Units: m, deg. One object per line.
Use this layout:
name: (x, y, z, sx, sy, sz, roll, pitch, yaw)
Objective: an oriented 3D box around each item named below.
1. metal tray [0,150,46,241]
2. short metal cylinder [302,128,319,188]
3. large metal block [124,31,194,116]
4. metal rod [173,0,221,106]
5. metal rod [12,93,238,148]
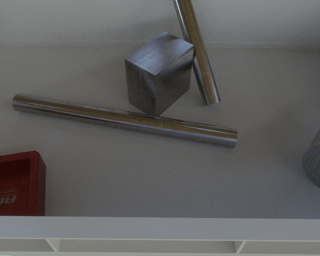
metal tray: (-0.195, 0.078, 0.333, 0.131, 0.030, 0.090, -9, 51, -8)
short metal cylinder: (0.209, 0.034, 0.344, 0.080, 0.080, 0.050, 31, 56, 23)
large metal block: (0.000, -0.073, 0.431, 0.050, 0.080, 0.080, 32, 57, 24)
metal rod: (0.032, -0.177, 0.438, 0.025, 0.025, 0.298, -17, 91, -14)
metal rod: (-0.051, -0.011, 0.413, 0.302, 0.025, 0.025, 10, 51, 7)
